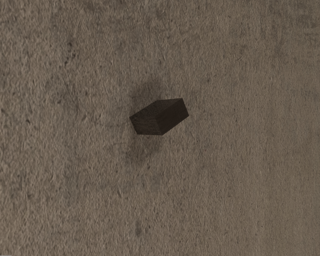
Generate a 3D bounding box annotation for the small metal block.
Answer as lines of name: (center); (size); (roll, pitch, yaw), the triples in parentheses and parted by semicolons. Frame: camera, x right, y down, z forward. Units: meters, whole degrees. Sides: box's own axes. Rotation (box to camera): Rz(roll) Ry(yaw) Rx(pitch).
small metal block: (-0.001, -0.014, 0.390); (0.050, 0.050, 0.025); (-35, 112, -35)
